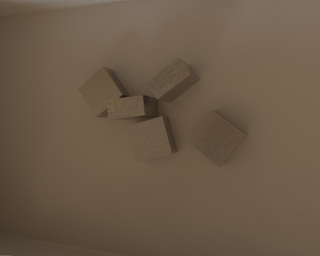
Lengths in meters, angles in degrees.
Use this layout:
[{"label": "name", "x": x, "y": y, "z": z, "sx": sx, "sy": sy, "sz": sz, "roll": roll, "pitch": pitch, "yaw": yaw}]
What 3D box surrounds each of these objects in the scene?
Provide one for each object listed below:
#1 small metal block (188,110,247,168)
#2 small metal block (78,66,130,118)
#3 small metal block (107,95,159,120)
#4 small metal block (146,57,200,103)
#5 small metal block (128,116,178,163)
[{"label": "small metal block", "x": 0.072, "y": 0.013, "z": 0.385, "sx": 0.050, "sy": 0.025, "sz": 0.050, "roll": 39, "pitch": 102, "yaw": 15}, {"label": "small metal block", "x": -0.079, "y": -0.050, "z": 0.437, "sx": 0.050, "sy": 0.025, "sz": 0.050, "roll": -38, "pitch": 78, "yaw": 15}, {"label": "small metal block", "x": -0.035, "y": -0.026, "z": 0.408, "sx": 0.050, "sy": 0.050, "sz": 0.025, "roll": -6, "pitch": 88, "yaw": 19}, {"label": "small metal block", "x": 0.018, "y": -0.058, "z": 0.390, "sx": 0.050, "sy": 0.050, "sz": 0.025, "roll": -37, "pitch": 79, "yaw": 16}, {"label": "small metal block", "x": -0.010, "y": 0.015, "z": 0.413, "sx": 0.050, "sy": 0.025, "sz": 0.050, "roll": -16, "pitch": 85, "yaw": 19}]
